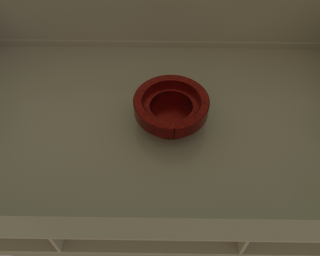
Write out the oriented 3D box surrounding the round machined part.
[{"bbox_3d":[0.015,-0.023,0.414,0.099,0.042,0.098,0,50,0],"label":"round machined part"}]
